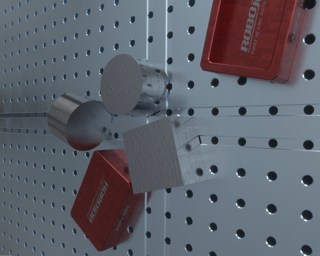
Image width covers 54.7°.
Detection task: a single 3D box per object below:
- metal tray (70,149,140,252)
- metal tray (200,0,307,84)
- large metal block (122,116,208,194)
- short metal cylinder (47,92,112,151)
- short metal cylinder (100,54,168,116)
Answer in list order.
[{"bbox_3d":[-0.085,0.110,0.476,0.090,0.030,0.129,37,113,33],"label":"metal tray"},{"bbox_3d":[0.099,-0.118,0.324,0.090,0.030,0.129,18,101,38],"label":"metal tray"},{"bbox_3d":[0.005,0.035,0.389,0.080,0.050,0.080,-19,78,38],"label":"large metal block"},{"bbox_3d":[-0.122,-0.011,0.474,0.050,0.081,0.079,24,105,37],"label":"short metal cylinder"},{"bbox_3d":[-0.036,-0.056,0.423,0.080,0.050,0.079,0,90,40],"label":"short metal cylinder"}]
